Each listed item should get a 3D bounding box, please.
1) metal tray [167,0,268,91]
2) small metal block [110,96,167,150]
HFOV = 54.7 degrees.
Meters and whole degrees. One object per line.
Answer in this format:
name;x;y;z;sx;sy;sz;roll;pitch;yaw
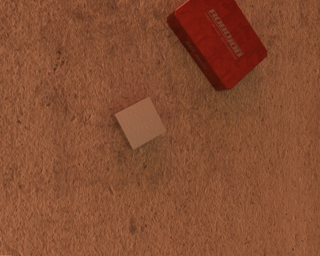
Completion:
metal tray;0.083;-0.129;0.438;0.090;0.030;0.130;-42;104;-15
small metal block;-0.028;-0.007;0.400;0.050;0.025;0.050;-30;100;-18
